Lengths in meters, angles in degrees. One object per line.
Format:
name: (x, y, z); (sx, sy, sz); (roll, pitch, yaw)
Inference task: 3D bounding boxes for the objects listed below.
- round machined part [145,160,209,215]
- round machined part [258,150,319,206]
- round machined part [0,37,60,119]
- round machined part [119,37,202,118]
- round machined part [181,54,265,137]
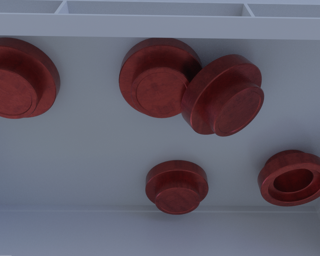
round machined part: (0.026, 0.098, 0.482); (0.099, 0.042, 0.097); (0, 130, 0)
round machined part: (0.195, 0.070, 0.459); (0.099, 0.042, 0.097); (0, 130, 0)
round machined part: (-0.170, -0.049, 0.354); (0.099, 0.042, 0.097); (0, 130, 0)
round machined part: (0.002, -0.050, 0.355); (0.099, 0.042, 0.097); (0, 130, 0)
round machined part: (0.076, -0.029, 0.346); (0.099, 0.042, 0.097); (-23, 141, -20)
